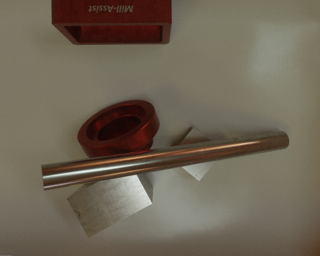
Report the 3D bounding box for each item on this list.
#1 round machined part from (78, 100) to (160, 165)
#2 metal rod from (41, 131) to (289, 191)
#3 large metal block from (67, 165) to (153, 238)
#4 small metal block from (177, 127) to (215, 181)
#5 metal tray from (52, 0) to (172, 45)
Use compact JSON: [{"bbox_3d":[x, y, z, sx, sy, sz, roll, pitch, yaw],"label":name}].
[{"bbox_3d":[-0.047,0.009,0.382,0.098,0.098,0.042,-21,121,-1],"label":"round machined part"},{"bbox_3d":[0.026,0.032,0.355,0.303,0.025,0.025,-6,90,-24],"label":"metal rod"},{"bbox_3d":[-0.056,0.080,0.383,0.080,0.080,0.050,-28,91,0],"label":"large metal block"},{"bbox_3d":[0.047,0.034,0.412,0.050,0.025,0.050,40,90,-1],"label":"small metal block"},{"bbox_3d":[-0.053,-0.128,0.378,0.131,0.090,0.030,-1,90,-1],"label":"metal tray"}]
